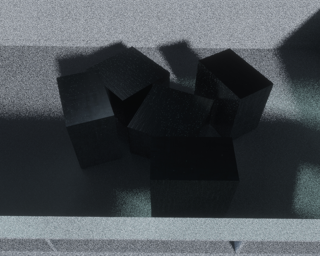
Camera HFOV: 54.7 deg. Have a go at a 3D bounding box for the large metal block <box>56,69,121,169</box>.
[{"bbox_3d":[-0.085,-0.011,0.376,0.050,0.080,0.080,-15,52,-12],"label":"large metal block"}]

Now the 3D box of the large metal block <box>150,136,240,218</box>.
[{"bbox_3d":[0.031,0.053,0.324,0.081,0.080,0.050,1,50,0],"label":"large metal block"}]

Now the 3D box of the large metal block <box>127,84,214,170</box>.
[{"bbox_3d":[0.015,-0.002,0.389,0.080,0.050,0.080,18,52,14],"label":"large metal block"}]

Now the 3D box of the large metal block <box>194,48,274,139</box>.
[{"bbox_3d":[0.090,-0.043,0.404,0.050,0.080,0.080,-25,55,-20],"label":"large metal block"}]

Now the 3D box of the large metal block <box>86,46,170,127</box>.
[{"bbox_3d":[-0.043,-0.061,0.437,0.080,0.050,0.080,-35,59,-26],"label":"large metal block"}]
